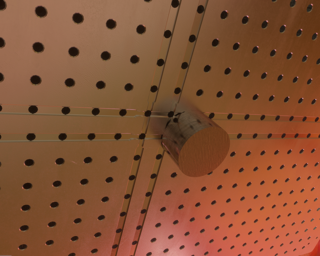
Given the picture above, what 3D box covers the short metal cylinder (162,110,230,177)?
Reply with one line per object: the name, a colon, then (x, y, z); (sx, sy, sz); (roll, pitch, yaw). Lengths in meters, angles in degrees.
short metal cylinder: (0.050, 0.022, 0.435); (0.081, 0.050, 0.080); (-14, 124, -21)
